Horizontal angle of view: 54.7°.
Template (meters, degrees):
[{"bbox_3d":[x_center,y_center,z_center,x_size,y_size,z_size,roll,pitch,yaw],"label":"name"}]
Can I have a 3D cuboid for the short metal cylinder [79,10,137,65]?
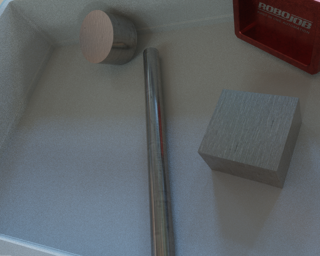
[{"bbox_3d":[-0.083,-0.142,0.495,0.080,0.050,0.079,5,99,38],"label":"short metal cylinder"}]

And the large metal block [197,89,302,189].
[{"bbox_3d":[0.098,0.009,0.332,0.080,0.050,0.080,12,68,33],"label":"large metal block"}]

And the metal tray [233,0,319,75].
[{"bbox_3d":[0.143,-0.129,0.365,0.030,0.090,0.130,-36,50,-13],"label":"metal tray"}]

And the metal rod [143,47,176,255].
[{"bbox_3d":[-0.005,0.009,0.401,0.025,0.025,0.299,-16,55,18],"label":"metal rod"}]
